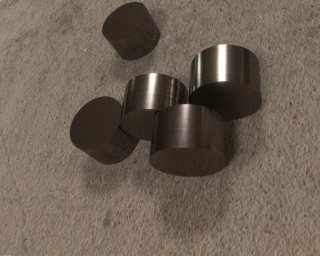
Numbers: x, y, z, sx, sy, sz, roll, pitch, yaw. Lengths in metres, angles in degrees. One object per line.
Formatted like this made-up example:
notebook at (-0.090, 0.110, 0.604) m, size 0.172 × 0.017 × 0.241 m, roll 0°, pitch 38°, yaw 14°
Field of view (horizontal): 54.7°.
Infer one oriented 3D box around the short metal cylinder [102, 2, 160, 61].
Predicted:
short metal cylinder at (-0.047, -0.158, 0.508) m, size 0.080 × 0.050 × 0.080 m, roll -13°, pitch 56°, yaw 20°

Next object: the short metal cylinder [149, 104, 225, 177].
short metal cylinder at (0.031, 0.016, 0.342) m, size 0.080 × 0.080 × 0.050 m, roll -8°, pitch 58°, yaw 23°

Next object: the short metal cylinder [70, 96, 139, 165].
short metal cylinder at (-0.074, 0.004, 0.423) m, size 0.080 × 0.050 × 0.080 m, roll -13°, pitch 56°, yaw 20°

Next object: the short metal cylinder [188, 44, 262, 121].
short metal cylinder at (0.075, -0.050, 0.359) m, size 0.080 × 0.080 × 0.050 m, roll -7°, pitch 59°, yaw 24°

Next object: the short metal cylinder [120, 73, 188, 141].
short metal cylinder at (-0.006, -0.023, 0.385) m, size 0.080 × 0.080 × 0.050 m, roll -8°, pitch 58°, yaw 23°
